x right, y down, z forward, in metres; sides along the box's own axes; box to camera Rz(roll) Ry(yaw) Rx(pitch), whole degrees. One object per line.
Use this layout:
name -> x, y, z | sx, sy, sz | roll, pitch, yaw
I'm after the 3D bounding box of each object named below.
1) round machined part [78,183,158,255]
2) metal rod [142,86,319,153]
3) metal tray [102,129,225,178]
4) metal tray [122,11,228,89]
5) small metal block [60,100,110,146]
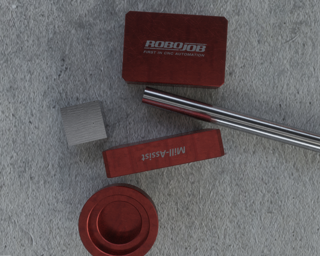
round machined part -> -0.051, 0.120, 0.401 | 0.099, 0.042, 0.097 | 0, 90, -1
metal rod -> 0.125, -0.004, 0.411 | 0.302, 0.025, 0.025 | 15, 90, -1
metal tray -> 0.004, 0.027, 0.377 | 0.131, 0.090, 0.030 | -11, 90, -1
metal tray -> 0.019, -0.101, 0.408 | 0.131, 0.030, 0.089 | 3, 90, -1
small metal block -> -0.098, -0.007, 0.409 | 0.050, 0.025, 0.050 | -13, 90, -1
